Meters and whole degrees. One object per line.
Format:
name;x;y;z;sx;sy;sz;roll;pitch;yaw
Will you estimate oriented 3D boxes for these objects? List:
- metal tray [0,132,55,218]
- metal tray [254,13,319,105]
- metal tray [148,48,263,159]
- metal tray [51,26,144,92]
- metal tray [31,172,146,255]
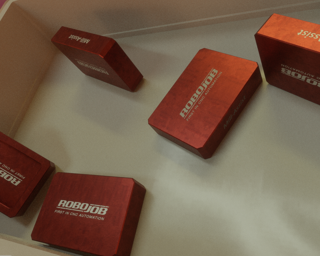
metal tray;-0.233;0.057;0.445;0.130;0.030;0.090;30;75;2
metal tray;0.165;-0.059;0.313;0.130;0.090;0.030;35;82;38
metal tray;0.057;-0.036;0.395;0.090;0.030;0.130;28;77;37
metal tray;-0.098;-0.107;0.481;0.130;0.090;0.030;24;75;36
metal tray;-0.089;0.105;0.385;0.130;0.030;0.090;0;61;28
